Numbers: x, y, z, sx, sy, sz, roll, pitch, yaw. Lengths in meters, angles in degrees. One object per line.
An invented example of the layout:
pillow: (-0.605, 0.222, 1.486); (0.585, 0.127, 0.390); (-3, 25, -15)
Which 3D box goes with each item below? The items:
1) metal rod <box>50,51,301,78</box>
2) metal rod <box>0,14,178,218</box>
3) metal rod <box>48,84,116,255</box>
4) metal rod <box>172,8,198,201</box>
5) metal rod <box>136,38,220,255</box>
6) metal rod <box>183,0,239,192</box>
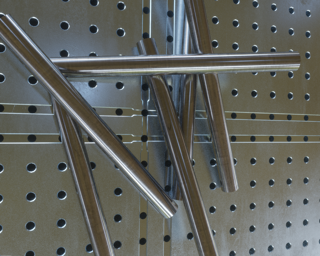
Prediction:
metal rod: (0.022, -0.078, 0.380); (0.302, 0.025, 0.025); (-3, 91, -5)
metal rod: (-0.073, 0.002, 0.365); (0.025, 0.025, 0.300); (-44, 111, -14)
metal rod: (-0.085, 0.093, 0.381); (0.025, 0.025, 0.299); (-16, 96, -19)
metal rod: (0.038, -0.053, 0.426); (0.025, 0.025, 0.298); (4, 89, -20)
metal rod: (0.023, 0.030, 0.399); (0.025, 0.025, 0.299); (-16, 87, -19)
metal rod: (0.068, -0.054, 0.417); (0.025, 0.025, 0.298); (-18, 104, -19)
